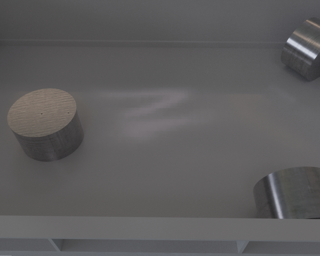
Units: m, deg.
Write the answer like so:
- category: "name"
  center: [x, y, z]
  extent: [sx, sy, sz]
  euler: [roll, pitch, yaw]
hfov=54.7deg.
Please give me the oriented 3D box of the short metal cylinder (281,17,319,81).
- category: "short metal cylinder"
  center: [0.233, -0.119, 0.471]
  extent: [0.081, 0.080, 0.050]
  euler: [-28, 56, -21]

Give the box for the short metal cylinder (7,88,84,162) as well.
- category: "short metal cylinder"
  center: [-0.141, -0.004, 0.391]
  extent: [0.080, 0.050, 0.080]
  euler: [0, 50, 0]

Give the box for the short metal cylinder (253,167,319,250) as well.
- category: "short metal cylinder"
  center: [0.137, 0.080, 0.303]
  extent: [0.080, 0.080, 0.050]
  euler: [1, 50, 0]
